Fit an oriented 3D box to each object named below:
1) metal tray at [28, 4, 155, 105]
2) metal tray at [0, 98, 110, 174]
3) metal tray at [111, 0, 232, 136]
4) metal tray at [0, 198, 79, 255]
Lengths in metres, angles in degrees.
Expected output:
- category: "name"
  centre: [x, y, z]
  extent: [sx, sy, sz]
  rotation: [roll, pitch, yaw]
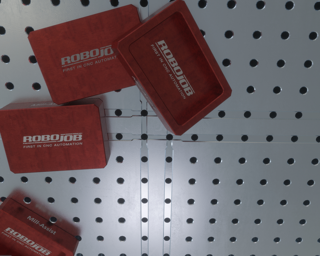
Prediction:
- category: "metal tray"
  centre: [-0.079, -0.088, 0.378]
  extent: [0.131, 0.030, 0.090]
  rotation: [-14, 110, 5]
- category: "metal tray"
  centre: [-0.138, 0.011, 0.414]
  extent: [0.131, 0.030, 0.089]
  rotation: [-4, 110, 1]
- category: "metal tray"
  centre: [0.017, -0.067, 0.362]
  extent: [0.090, 0.030, 0.130]
  rotation: [-38, 114, -9]
- category: "metal tray"
  centre: [-0.205, 0.177, 0.474]
  extent: [0.130, 0.030, 0.090]
  rotation: [37, 106, -13]
